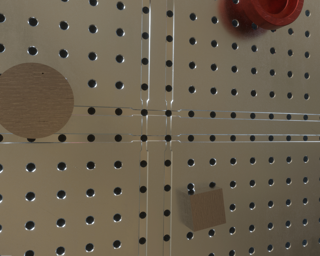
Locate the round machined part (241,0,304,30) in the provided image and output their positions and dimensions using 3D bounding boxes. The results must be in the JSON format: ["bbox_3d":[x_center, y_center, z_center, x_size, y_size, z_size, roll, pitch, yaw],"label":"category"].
[{"bbox_3d":[0.161,-0.195,0.462,0.099,0.042,0.097,0,90,-20],"label":"round machined part"}]

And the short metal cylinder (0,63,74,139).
[{"bbox_3d":[-0.140,-0.029,0.348,0.081,0.050,0.080,0,90,-20],"label":"short metal cylinder"}]

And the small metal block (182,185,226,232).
[{"bbox_3d":[0.062,0.112,0.436,0.050,0.025,0.050,-8,93,-20],"label":"small metal block"}]
